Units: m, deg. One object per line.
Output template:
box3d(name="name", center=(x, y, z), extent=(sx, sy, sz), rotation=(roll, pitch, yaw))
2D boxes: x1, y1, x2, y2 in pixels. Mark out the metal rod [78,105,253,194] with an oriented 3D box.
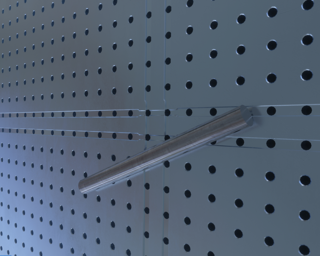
box3d(name="metal rod", center=(-0.015, 0.041, 0.419), extent=(0.299, 0.025, 0.025), rotation=(-27, 73, 36))
